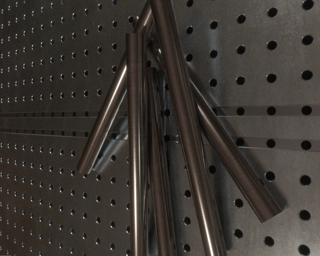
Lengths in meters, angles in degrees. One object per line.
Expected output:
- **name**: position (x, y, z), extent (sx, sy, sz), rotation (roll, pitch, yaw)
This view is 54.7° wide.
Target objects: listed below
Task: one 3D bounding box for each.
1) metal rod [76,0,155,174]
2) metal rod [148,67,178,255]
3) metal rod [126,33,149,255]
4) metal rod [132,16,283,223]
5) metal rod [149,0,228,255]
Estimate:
- **metal rod**: position (-0.062, -0.046, 0.437), extent (0.025, 0.025, 0.298), rotation (48, 124, 29)
- **metal rod**: position (0.000, 0.069, 0.407), extent (0.025, 0.025, 0.298), rotation (-10, 83, 39)
- **metal rod**: position (-0.028, 0.034, 0.399), extent (0.025, 0.025, 0.298), rotation (10, 106, 39)
- **metal rod**: position (0.043, -0.028, 0.371), extent (0.025, 0.025, 0.299), rotation (-45, 64, 30)
- **metal rod**: position (0.033, 0.001, 0.350), extent (0.025, 0.025, 0.298), rotation (-11, 92, 39)
